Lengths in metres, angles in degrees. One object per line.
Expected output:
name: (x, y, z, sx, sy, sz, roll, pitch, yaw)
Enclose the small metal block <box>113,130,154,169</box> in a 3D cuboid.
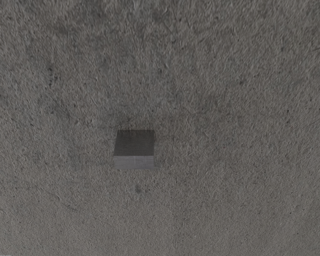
small metal block: (-0.033, 0.028, 0.414, 0.050, 0.050, 0.025, 0, 130, 0)
